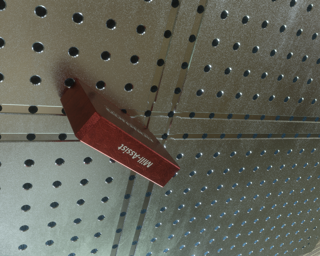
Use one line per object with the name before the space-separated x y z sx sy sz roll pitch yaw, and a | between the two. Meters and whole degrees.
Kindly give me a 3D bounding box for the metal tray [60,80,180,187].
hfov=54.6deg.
metal tray | -0.043 0.008 0.349 0.030 0.090 0.130 -48 129 6
